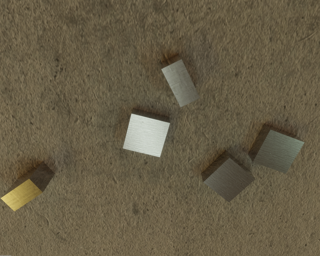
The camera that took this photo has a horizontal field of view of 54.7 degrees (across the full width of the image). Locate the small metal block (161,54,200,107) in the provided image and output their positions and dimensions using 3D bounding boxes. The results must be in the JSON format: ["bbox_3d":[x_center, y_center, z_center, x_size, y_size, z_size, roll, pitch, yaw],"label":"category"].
[{"bbox_3d":[0.024,-0.059,0.375,0.025,0.050,0.050,-25,108,9],"label":"small metal block"}]

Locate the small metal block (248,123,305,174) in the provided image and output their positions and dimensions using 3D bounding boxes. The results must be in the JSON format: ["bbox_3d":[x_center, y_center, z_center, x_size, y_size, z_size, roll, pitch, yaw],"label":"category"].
[{"bbox_3d":[0.157,0.028,0.421,0.050,0.025,0.050,20,109,-7],"label":"small metal block"}]

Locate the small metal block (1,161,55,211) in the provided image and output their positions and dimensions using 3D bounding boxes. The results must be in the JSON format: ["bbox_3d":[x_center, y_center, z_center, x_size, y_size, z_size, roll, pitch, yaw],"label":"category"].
[{"bbox_3d":[-0.179,0.079,0.424,0.050,0.050,0.025,-33,107,11],"label":"small metal block"}]

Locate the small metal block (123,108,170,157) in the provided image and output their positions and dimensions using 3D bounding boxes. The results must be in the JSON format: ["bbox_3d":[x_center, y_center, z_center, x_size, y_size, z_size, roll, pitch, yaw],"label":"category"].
[{"bbox_3d":[-0.018,0.006,0.412,0.050,0.025,0.050,14,110,-5],"label":"small metal block"}]

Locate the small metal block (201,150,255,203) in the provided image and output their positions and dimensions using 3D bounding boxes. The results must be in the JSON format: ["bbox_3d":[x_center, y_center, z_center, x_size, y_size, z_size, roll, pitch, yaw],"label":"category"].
[{"bbox_3d":[0.095,0.068,0.436,0.050,0.025,0.050,39,105,-13],"label":"small metal block"}]
